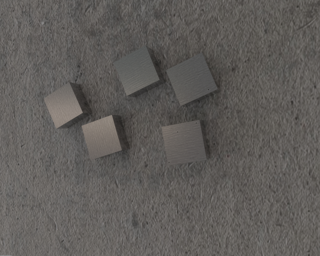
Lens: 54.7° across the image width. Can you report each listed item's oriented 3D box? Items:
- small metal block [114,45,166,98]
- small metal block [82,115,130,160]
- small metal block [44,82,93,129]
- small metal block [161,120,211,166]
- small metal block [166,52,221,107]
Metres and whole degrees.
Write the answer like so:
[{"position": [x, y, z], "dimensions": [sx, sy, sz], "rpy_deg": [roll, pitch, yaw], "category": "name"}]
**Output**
[{"position": [-0.027, -0.075, 0.418], "dimensions": [0.050, 0.025, 0.050], "rpy_deg": [-24, 82, 18], "category": "small metal block"}, {"position": [-0.076, 0.013, 0.436], "dimensions": [0.050, 0.025, 0.050], "rpy_deg": [-18, 84, 19], "category": "small metal block"}, {"position": [-0.136, -0.032, 0.457], "dimensions": [0.050, 0.025, 0.050], "rpy_deg": [-28, 81, 17], "category": "small metal block"}, {"position": [0.034, 0.019, 0.397], "dimensions": [0.050, 0.025, 0.050], "rpy_deg": [-11, 86, 19], "category": "small metal block"}, {"position": [0.043, -0.060, 0.394], "dimensions": [0.050, 0.025, 0.050], "rpy_deg": [-24, 82, 18], "category": "small metal block"}]
